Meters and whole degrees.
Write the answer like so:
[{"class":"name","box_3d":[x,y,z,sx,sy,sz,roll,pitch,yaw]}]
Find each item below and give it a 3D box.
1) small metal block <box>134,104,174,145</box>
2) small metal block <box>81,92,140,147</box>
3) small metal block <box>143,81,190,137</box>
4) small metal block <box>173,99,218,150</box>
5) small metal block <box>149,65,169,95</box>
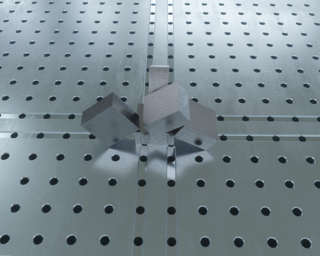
[{"class":"small metal block","box_3d":[-0.006,-0.005,0.413,0.050,0.025,0.050,2,50,2]},{"class":"small metal block","box_3d":[-0.061,-0.009,0.386,0.050,0.050,0.025,-30,41,21]},{"class":"small metal block","box_3d":[0.007,-0.023,0.380,0.050,0.025,0.050,-23,45,24]},{"class":"small metal block","box_3d":[0.045,-0.006,0.399,0.050,0.025,0.050,23,46,-21]},{"class":"small metal block","box_3d":[-0.001,-0.061,0.429,0.025,0.050,0.050,2,14,2]}]
